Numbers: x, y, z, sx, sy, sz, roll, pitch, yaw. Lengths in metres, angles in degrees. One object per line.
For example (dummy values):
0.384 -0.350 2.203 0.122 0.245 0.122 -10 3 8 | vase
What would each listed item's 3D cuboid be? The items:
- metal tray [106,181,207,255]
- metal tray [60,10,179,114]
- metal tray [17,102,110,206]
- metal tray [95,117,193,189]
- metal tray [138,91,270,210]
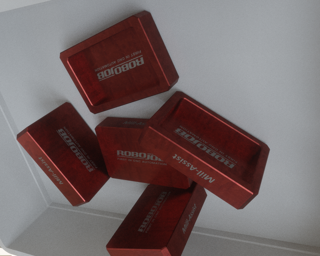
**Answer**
0.000 0.121 0.410 0.090 0.131 0.030 -13 112 32 | metal tray
-0.052 -0.075 0.383 0.130 0.030 0.090 -14 112 33 | metal tray
-0.129 0.036 0.452 0.030 0.090 0.130 -27 104 36 | metal tray
-0.020 0.033 0.431 0.130 0.030 0.089 3 120 26 | metal tray
0.053 0.019 0.347 0.130 0.090 0.030 33 129 6 | metal tray
